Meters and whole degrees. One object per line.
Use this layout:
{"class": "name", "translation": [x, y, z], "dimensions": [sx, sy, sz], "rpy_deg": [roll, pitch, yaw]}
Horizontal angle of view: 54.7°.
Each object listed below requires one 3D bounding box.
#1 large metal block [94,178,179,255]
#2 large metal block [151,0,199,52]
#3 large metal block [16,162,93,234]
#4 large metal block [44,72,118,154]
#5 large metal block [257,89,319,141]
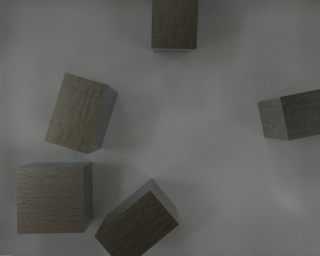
{"class": "large metal block", "translation": [-0.026, 0.113, 0.384], "dimensions": [0.080, 0.080, 0.050], "rpy_deg": [-40, 90, 0]}
{"class": "large metal block", "translation": [0.016, -0.135, 0.377], "dimensions": [0.050, 0.080, 0.079], "rpy_deg": [1, 101, 0]}
{"class": "large metal block", "translation": [-0.132, 0.087, 0.397], "dimensions": [0.081, 0.050, 0.079], "rpy_deg": [-1, 90, -1]}
{"class": "large metal block", "translation": [-0.093, -0.017, 0.383], "dimensions": [0.050, 0.080, 0.080], "rpy_deg": [17, 90, 0]}
{"class": "large metal block", "translation": [0.178, -0.018, 0.386], "dimensions": [0.080, 0.080, 0.050], "rpy_deg": [-11, 90, 0]}
